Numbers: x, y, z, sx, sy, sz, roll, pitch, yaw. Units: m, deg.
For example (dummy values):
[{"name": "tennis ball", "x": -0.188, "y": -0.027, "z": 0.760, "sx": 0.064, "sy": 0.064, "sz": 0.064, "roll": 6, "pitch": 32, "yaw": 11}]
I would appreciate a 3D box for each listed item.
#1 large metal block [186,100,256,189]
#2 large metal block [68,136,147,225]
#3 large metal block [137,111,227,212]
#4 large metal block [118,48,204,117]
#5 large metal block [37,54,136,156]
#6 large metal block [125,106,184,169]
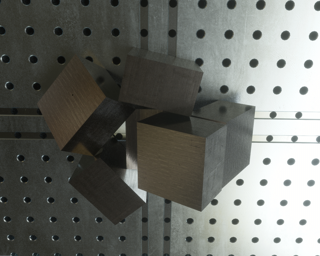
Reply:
[{"name": "large metal block", "x": 0.074, "y": 0.016, "z": 0.382, "sx": 0.050, "sy": 0.081, "sz": 0.079, "roll": 14, "pitch": 114, "yaw": 35}, {"name": "large metal block", "x": -0.062, "y": 0.063, "z": 0.405, "sx": 0.050, "sy": 0.080, "sz": 0.080, "roll": -38, "pitch": 106, "yaw": 12}, {"name": "large metal block", "x": 0.023, "y": 0.032, "z": 0.338, "sx": 0.080, "sy": 0.050, "sz": 0.079, "roll": 13, "pitch": 113, "yaw": 31}, {"name": "large metal block", "x": 0.001, "y": -0.057, "z": 0.363, "sx": 0.080, "sy": 0.080, "sz": 0.050, "roll": 12, "pitch": 110, "yaw": -4}, {"name": "large metal block", "x": -0.089, "y": -0.026, "z": 0.367, "sx": 0.080, "sy": 0.080, "sz": 0.050, "roll": -47, "pitch": 148, "yaw": 15}, {"name": "large metal block", "x": -0.001, "y": 0.007, "z": 0.402, "sx": 0.080, "sy": 0.050, "sz": 0.079, "roll": 1, "pitch": 110, "yaw": -1}]
